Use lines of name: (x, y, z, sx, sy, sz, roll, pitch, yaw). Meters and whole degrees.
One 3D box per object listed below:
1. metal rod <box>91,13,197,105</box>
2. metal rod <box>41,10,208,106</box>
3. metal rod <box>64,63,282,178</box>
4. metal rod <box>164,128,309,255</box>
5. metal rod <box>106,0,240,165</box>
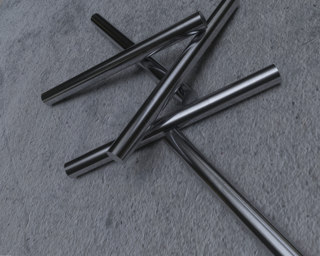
metal rod: (-0.041, -0.124, 0.501, 0.025, 0.025, 0.300, -43, 51, -1)
metal rod: (-0.070, -0.097, 0.474, 0.300, 0.025, 0.025, -20, 54, 26)
metal rod: (0.007, -0.003, 0.402, 0.300, 0.025, 0.025, -25, 53, 12)
metal rod: (0.096, 0.095, 0.295, 0.025, 0.025, 0.300, -43, 51, -1)
metal rod: (0.029, -0.079, 0.408, 0.025, 0.025, 0.301, 18, 62, 35)
